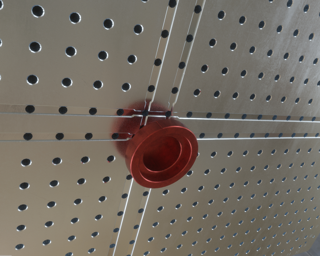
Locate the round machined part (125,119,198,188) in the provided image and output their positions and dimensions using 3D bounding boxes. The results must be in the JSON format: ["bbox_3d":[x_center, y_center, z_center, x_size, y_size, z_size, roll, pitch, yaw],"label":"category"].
[{"bbox_3d":[-0.001,0.030,0.420,0.099,0.042,0.097,-14,125,-21],"label":"round machined part"}]
